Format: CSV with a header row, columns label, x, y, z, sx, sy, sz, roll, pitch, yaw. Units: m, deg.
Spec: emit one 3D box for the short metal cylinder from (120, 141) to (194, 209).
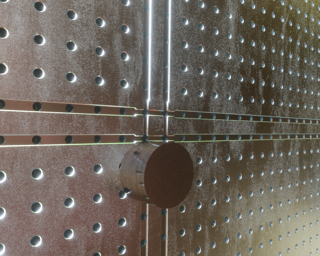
label,x,y,z,sx,sy,sz,roll,pitch,yaw
short metal cylinder,-0.003,0.057,0.392,0.081,0.050,0.079,0,90,-40
